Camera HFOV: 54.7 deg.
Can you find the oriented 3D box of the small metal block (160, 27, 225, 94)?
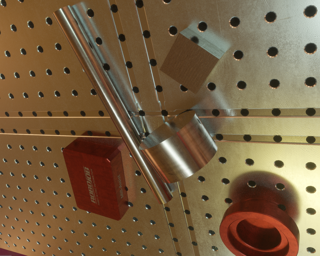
[{"bbox_3d":[0.035,-0.075,0.346,0.050,0.025,0.050,35,129,4],"label":"small metal block"}]

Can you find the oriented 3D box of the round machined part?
[{"bbox_3d":[0.133,0.134,0.413,0.098,0.042,0.097,13,124,20],"label":"round machined part"}]

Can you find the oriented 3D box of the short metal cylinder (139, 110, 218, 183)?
[{"bbox_3d":[0.022,0.022,0.377,0.080,0.080,0.050,-25,105,36],"label":"short metal cylinder"}]

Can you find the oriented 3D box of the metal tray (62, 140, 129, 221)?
[{"bbox_3d":[-0.105,0.088,0.515,0.090,0.030,0.129,10,123,22],"label":"metal tray"}]

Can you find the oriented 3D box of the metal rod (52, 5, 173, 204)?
[{"bbox_3d":[-0.057,-0.019,0.427,0.025,0.025,0.299,-15,111,34],"label":"metal rod"}]
